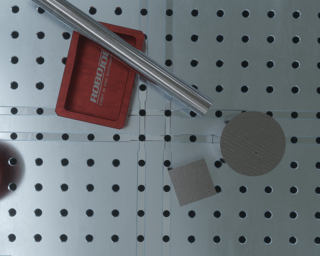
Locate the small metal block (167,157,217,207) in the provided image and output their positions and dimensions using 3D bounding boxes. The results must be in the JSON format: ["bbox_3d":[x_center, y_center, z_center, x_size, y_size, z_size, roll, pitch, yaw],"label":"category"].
[{"bbox_3d":[0.042,0.070,0.414,0.050,0.025,0.050,-19,90,-1],"label":"small metal block"}]

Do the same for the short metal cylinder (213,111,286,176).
[{"bbox_3d":[0.113,0.019,0.402,0.081,0.050,0.079,0,90,-1],"label":"short metal cylinder"}]

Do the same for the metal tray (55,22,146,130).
[{"bbox_3d":[-0.077,-0.070,0.409,0.091,0.030,0.129,13,90,-1],"label":"metal tray"}]

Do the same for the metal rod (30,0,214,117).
[{"bbox_3d":[-0.065,-0.108,0.381,0.301,0.025,0.025,34,90,-1],"label":"metal rod"}]
